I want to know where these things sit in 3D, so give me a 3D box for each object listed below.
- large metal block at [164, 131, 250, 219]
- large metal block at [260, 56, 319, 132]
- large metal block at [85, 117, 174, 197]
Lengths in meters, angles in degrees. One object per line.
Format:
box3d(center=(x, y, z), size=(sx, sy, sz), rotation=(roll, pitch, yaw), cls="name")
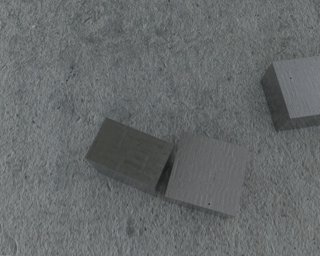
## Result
box3d(center=(0.055, 0.058, 0.374), size=(0.080, 0.050, 0.080), rotation=(15, 71, 5), cls="large metal block")
box3d(center=(0.191, -0.046, 0.413), size=(0.081, 0.050, 0.080), rotation=(-8, 70, -3), cls="large metal block")
box3d(center=(-0.032, 0.038, 0.365), size=(0.080, 0.080, 0.050), rotation=(22, 72, 8), cls="large metal block")
